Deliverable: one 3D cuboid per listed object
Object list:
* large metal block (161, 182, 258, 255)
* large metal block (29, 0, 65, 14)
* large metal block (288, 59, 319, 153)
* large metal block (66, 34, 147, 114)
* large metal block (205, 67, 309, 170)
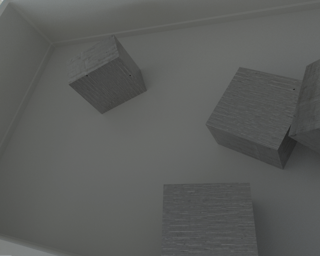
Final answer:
[{"bbox_3d":[0.046,0.099,0.292,0.080,0.050,0.080,-3,59,9],"label":"large metal block"},{"bbox_3d":[-0.260,-0.319,0.701,0.050,0.080,0.080,10,67,32],"label":"large metal block"},{"bbox_3d":[0.174,-0.015,0.280,0.080,0.080,0.050,-67,13,-20],"label":"large metal block"},{"bbox_3d":[-0.078,-0.076,0.456,0.080,0.080,0.050,-26,53,11],"label":"large metal block"},{"bbox_3d":[0.110,-0.013,0.339,0.080,0.050,0.080,23,74,36],"label":"large metal block"}]
